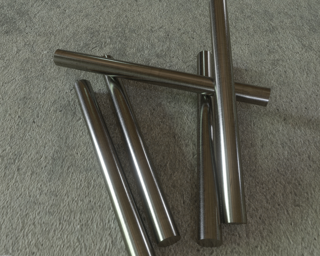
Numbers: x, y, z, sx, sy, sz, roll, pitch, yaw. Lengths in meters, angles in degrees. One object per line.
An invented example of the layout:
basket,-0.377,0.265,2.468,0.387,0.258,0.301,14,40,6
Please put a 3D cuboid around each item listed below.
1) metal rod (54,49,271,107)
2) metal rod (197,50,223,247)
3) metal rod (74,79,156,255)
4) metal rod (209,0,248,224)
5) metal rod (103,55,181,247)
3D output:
metal rod,-0.004,-0.072,0.429,0.301,0.025,0.025,12,51,10
metal rod,0.061,0.000,0.403,0.025,0.025,0.300,3,50,3
metal rod,-0.058,0.045,0.364,0.025,0.025,0.300,-17,52,-14
metal rod,0.080,-0.039,0.380,0.025,0.025,0.299,1,67,0
metal rod,-0.038,0.004,0.399,0.025,0.025,0.300,-14,51,-12
